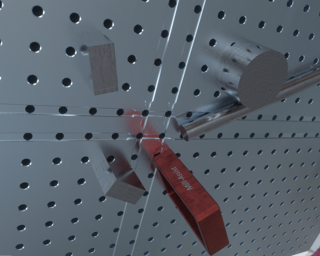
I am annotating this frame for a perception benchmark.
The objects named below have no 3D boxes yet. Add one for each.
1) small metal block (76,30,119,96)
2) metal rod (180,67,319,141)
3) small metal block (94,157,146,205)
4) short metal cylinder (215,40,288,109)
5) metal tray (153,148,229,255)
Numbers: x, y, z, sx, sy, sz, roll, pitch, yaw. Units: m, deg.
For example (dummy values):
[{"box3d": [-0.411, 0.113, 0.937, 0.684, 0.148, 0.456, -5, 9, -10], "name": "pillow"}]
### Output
[{"box3d": [-0.065, -0.068, 0.319, 0.025, 0.050, 0.050, -15, 125, -21], "name": "small metal block"}, {"box3d": [0.168, -0.048, 0.475, 0.302, 0.025, 0.025, -22, 127, -15], "name": "metal rod"}, {"box3d": [-0.053, 0.070, 0.411, 0.050, 0.050, 0.025, 30, 102, -38], "name": "small metal block"}, {"box3d": [0.123, -0.073, 0.420, 0.081, 0.050, 0.079, -14, 124, -21], "name": "short metal cylinder"}, {"box3d": [0.040, 0.098, 0.428, 0.030, 0.130, 0.090, -29, 129, -11], "name": "metal tray"}]
